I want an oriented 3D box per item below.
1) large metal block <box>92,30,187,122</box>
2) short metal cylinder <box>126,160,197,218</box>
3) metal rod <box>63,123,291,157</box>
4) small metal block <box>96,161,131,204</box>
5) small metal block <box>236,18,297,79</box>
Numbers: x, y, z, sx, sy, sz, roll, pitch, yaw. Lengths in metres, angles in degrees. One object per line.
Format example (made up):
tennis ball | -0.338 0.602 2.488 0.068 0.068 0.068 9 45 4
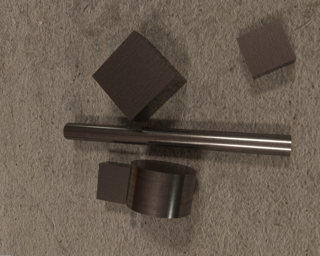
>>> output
large metal block | -0.026 -0.064 0.404 0.080 0.050 0.080 -44 77 14
short metal cylinder | 0.001 0.071 0.379 0.080 0.080 0.050 9 93 19
metal rod | 0.008 0.012 0.405 0.301 0.025 0.025 3 91 19
small metal block | -0.058 0.075 0.428 0.050 0.025 0.050 6 92 19
small metal block | 0.125 -0.091 0.365 0.050 0.025 0.050 -23 83 18
